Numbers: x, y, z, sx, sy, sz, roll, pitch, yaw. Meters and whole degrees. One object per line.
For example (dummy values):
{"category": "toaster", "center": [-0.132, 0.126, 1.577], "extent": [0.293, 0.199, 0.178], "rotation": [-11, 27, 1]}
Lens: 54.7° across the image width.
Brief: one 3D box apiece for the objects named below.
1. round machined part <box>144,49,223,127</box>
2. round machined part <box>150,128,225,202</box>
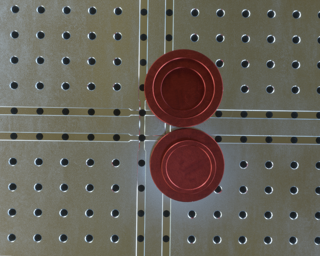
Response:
{"category": "round machined part", "center": [0.029, -0.050, 0.405], "extent": [0.099, 0.042, 0.097], "rotation": [0, 90, -1]}
{"category": "round machined part", "center": [0.036, 0.049, 0.405], "extent": [0.099, 0.042, 0.097], "rotation": [0, 90, -1]}
